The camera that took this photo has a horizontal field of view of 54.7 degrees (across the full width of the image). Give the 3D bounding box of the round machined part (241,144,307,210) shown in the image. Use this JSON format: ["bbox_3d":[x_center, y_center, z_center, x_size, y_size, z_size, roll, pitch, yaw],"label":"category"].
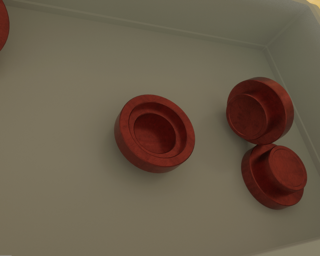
[{"bbox_3d":[0.171,0.064,0.447,0.099,0.042,0.098,14,56,-21],"label":"round machined part"}]

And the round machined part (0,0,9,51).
[{"bbox_3d":[-0.217,-0.116,0.326,0.099,0.097,0.042,-13,29,-33],"label":"round machined part"}]

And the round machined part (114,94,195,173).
[{"bbox_3d":[-0.010,0.010,0.383,0.099,0.042,0.098,14,56,-21],"label":"round machined part"}]

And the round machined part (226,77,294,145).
[{"bbox_3d":[0.135,-0.021,0.444,0.042,0.097,0.098,-22,74,-36],"label":"round machined part"}]
